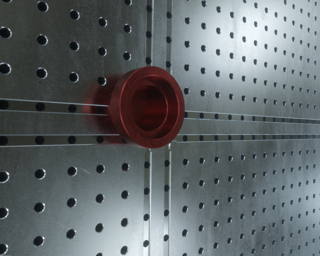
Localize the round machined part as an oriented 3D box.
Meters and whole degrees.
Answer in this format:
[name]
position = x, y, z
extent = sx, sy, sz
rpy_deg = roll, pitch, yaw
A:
[round machined part]
position = -0.019, -0.024, 0.381
extent = 0.099, 0.042, 0.097
rpy_deg = 0, 90, -40
